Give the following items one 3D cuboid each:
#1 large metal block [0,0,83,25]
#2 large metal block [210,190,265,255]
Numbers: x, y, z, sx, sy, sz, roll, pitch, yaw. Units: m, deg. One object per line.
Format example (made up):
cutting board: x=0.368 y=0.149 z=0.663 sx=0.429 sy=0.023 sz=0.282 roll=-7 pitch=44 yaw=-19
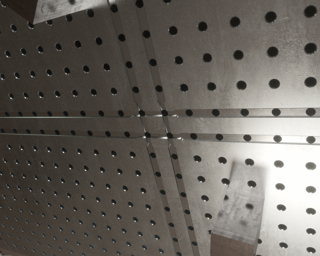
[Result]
large metal block: x=-0.139 y=-0.167 z=0.343 sx=0.080 sy=0.080 sz=0.050 roll=36 pitch=129 yaw=3
large metal block: x=0.102 y=0.144 z=0.410 sx=0.050 sy=0.080 sz=0.079 roll=10 pitch=123 yaw=23
